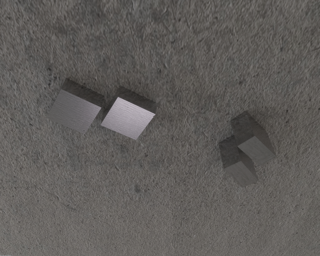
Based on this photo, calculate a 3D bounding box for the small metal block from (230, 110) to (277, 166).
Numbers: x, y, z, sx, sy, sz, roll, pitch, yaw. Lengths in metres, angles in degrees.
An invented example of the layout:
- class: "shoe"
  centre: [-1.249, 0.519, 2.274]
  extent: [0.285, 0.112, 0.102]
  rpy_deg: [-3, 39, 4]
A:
- class: "small metal block"
  centre: [0.121, 0.013, 0.403]
  extent: [0.025, 0.050, 0.050]
  rpy_deg: [-36, 122, 27]

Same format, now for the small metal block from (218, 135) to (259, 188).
- class: "small metal block"
  centre: [0.109, 0.046, 0.431]
  extent: [0.025, 0.050, 0.050]
  rpy_deg: [-31, 124, 23]

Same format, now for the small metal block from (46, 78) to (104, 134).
- class: "small metal block"
  centre: [-0.104, -0.026, 0.384]
  extent: [0.050, 0.025, 0.050]
  rpy_deg: [25, 126, -20]

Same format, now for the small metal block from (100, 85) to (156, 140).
- class: "small metal block"
  centre: [-0.040, -0.018, 0.391]
  extent: [0.050, 0.025, 0.050]
  rpy_deg: [24, 126, -20]
